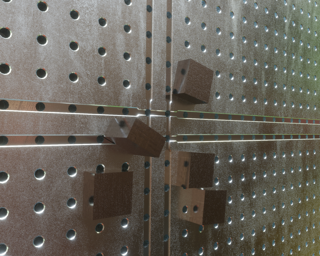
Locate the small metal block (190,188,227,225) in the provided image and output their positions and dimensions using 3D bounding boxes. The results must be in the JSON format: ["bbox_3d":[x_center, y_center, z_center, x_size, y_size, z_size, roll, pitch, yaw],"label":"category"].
[{"bbox_3d":[0.074,0.117,0.470,0.050,0.025,0.050,9,84,-40],"label":"small metal block"}]

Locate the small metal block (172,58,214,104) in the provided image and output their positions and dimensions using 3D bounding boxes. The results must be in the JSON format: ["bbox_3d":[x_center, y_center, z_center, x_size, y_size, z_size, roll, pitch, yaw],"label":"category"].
[{"bbox_3d":[0.048,-0.066,0.448,0.050,0.025,0.050,18,79,-39],"label":"small metal block"}]

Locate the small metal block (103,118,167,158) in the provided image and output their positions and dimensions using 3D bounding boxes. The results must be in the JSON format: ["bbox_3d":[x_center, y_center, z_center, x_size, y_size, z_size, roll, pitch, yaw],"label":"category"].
[{"bbox_3d":[-0.030,0.011,0.367,0.050,0.050,0.025,35,68,-34],"label":"small metal block"}]

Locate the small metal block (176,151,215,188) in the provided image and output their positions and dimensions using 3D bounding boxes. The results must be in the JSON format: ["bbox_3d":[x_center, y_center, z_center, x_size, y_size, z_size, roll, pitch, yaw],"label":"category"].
[{"bbox_3d":[0.052,0.060,0.452,0.050,0.025,0.050,7,85,-40],"label":"small metal block"}]

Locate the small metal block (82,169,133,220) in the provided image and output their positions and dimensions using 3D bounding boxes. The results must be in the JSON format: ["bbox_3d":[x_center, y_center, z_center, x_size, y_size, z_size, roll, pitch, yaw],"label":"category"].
[{"bbox_3d":[-0.060,0.075,0.358,0.050,0.025,0.050,3,88,-40],"label":"small metal block"}]
